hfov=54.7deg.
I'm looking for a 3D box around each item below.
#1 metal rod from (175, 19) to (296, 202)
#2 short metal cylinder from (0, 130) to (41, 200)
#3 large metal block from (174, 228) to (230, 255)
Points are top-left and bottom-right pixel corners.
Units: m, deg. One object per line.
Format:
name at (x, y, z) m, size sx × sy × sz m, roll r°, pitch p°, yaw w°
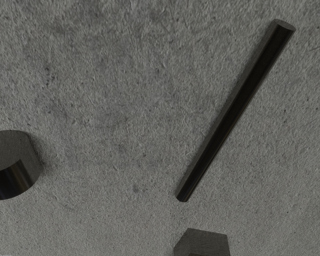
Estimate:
metal rod at (0.082, 0.002, 0.409) m, size 0.025 × 0.025 × 0.298 m, roll 14°, pitch 129°, yaw -12°
short metal cylinder at (-0.206, 0.047, 0.408) m, size 0.080 × 0.080 × 0.050 m, roll -3°, pitch 130°, yaw 2°
large metal block at (0.079, 0.243, 0.599) m, size 0.081 × 0.050 × 0.079 m, roll 14°, pitch 129°, yaw -12°
